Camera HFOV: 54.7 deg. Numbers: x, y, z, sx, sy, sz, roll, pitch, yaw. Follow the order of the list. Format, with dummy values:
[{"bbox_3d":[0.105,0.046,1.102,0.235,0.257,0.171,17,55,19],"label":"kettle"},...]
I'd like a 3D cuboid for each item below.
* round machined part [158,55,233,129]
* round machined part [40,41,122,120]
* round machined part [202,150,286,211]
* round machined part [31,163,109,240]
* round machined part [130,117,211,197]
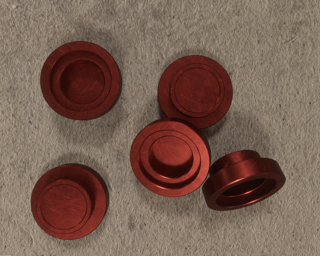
[{"bbox_3d":[0.046,-0.046,0.402,0.099,0.042,0.097,0,90,-1],"label":"round machined part"},{"bbox_3d":[-0.098,-0.058,0.400,0.099,0.042,0.097,0,90,-1],"label":"round machined part"},{"bbox_3d":[0.099,0.063,0.385,0.099,0.098,0.042,-16,55,0],"label":"round machined part"},{"bbox_3d":[-0.118,0.097,0.400,0.099,0.042,0.097,0,90,-1],"label":"round machined part"},{"bbox_3d":[0.015,0.034,0.392,0.098,0.042,0.097,3,105,12],"label":"round machined part"}]
